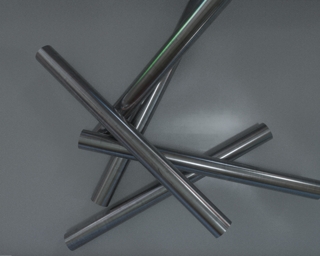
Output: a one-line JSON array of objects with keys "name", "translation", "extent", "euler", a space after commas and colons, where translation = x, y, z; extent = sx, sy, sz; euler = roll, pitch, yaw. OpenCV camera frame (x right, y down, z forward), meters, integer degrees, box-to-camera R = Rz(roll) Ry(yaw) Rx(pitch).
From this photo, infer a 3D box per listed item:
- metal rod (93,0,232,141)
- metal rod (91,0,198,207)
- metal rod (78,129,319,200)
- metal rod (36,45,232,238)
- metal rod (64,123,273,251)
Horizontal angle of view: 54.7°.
[{"name": "metal rod", "translation": [0.011, -0.084, 0.352], "extent": [0.025, 0.025, 0.299], "euler": [44, 114, -1]}, {"name": "metal rod", "translation": [-0.014, -0.036, 0.411], "extent": [0.025, 0.025, 0.299], "euler": [26, 90, -1]}, {"name": "metal rod", "translation": [0.050, 0.046, 0.386], "extent": [0.302, 0.025, 0.025], "euler": [12, 90, -1]}, {"name": "metal rod", "translation": [-0.037, 0.009, 0.363], "extent": [0.300, 0.025, 0.025], "euler": [44, 90, 9]}, {"name": "metal rod", "translation": [0.012, 0.077, 0.411], "extent": [0.301, 0.025, 0.025], "euler": [-29, 90, -1]}]
